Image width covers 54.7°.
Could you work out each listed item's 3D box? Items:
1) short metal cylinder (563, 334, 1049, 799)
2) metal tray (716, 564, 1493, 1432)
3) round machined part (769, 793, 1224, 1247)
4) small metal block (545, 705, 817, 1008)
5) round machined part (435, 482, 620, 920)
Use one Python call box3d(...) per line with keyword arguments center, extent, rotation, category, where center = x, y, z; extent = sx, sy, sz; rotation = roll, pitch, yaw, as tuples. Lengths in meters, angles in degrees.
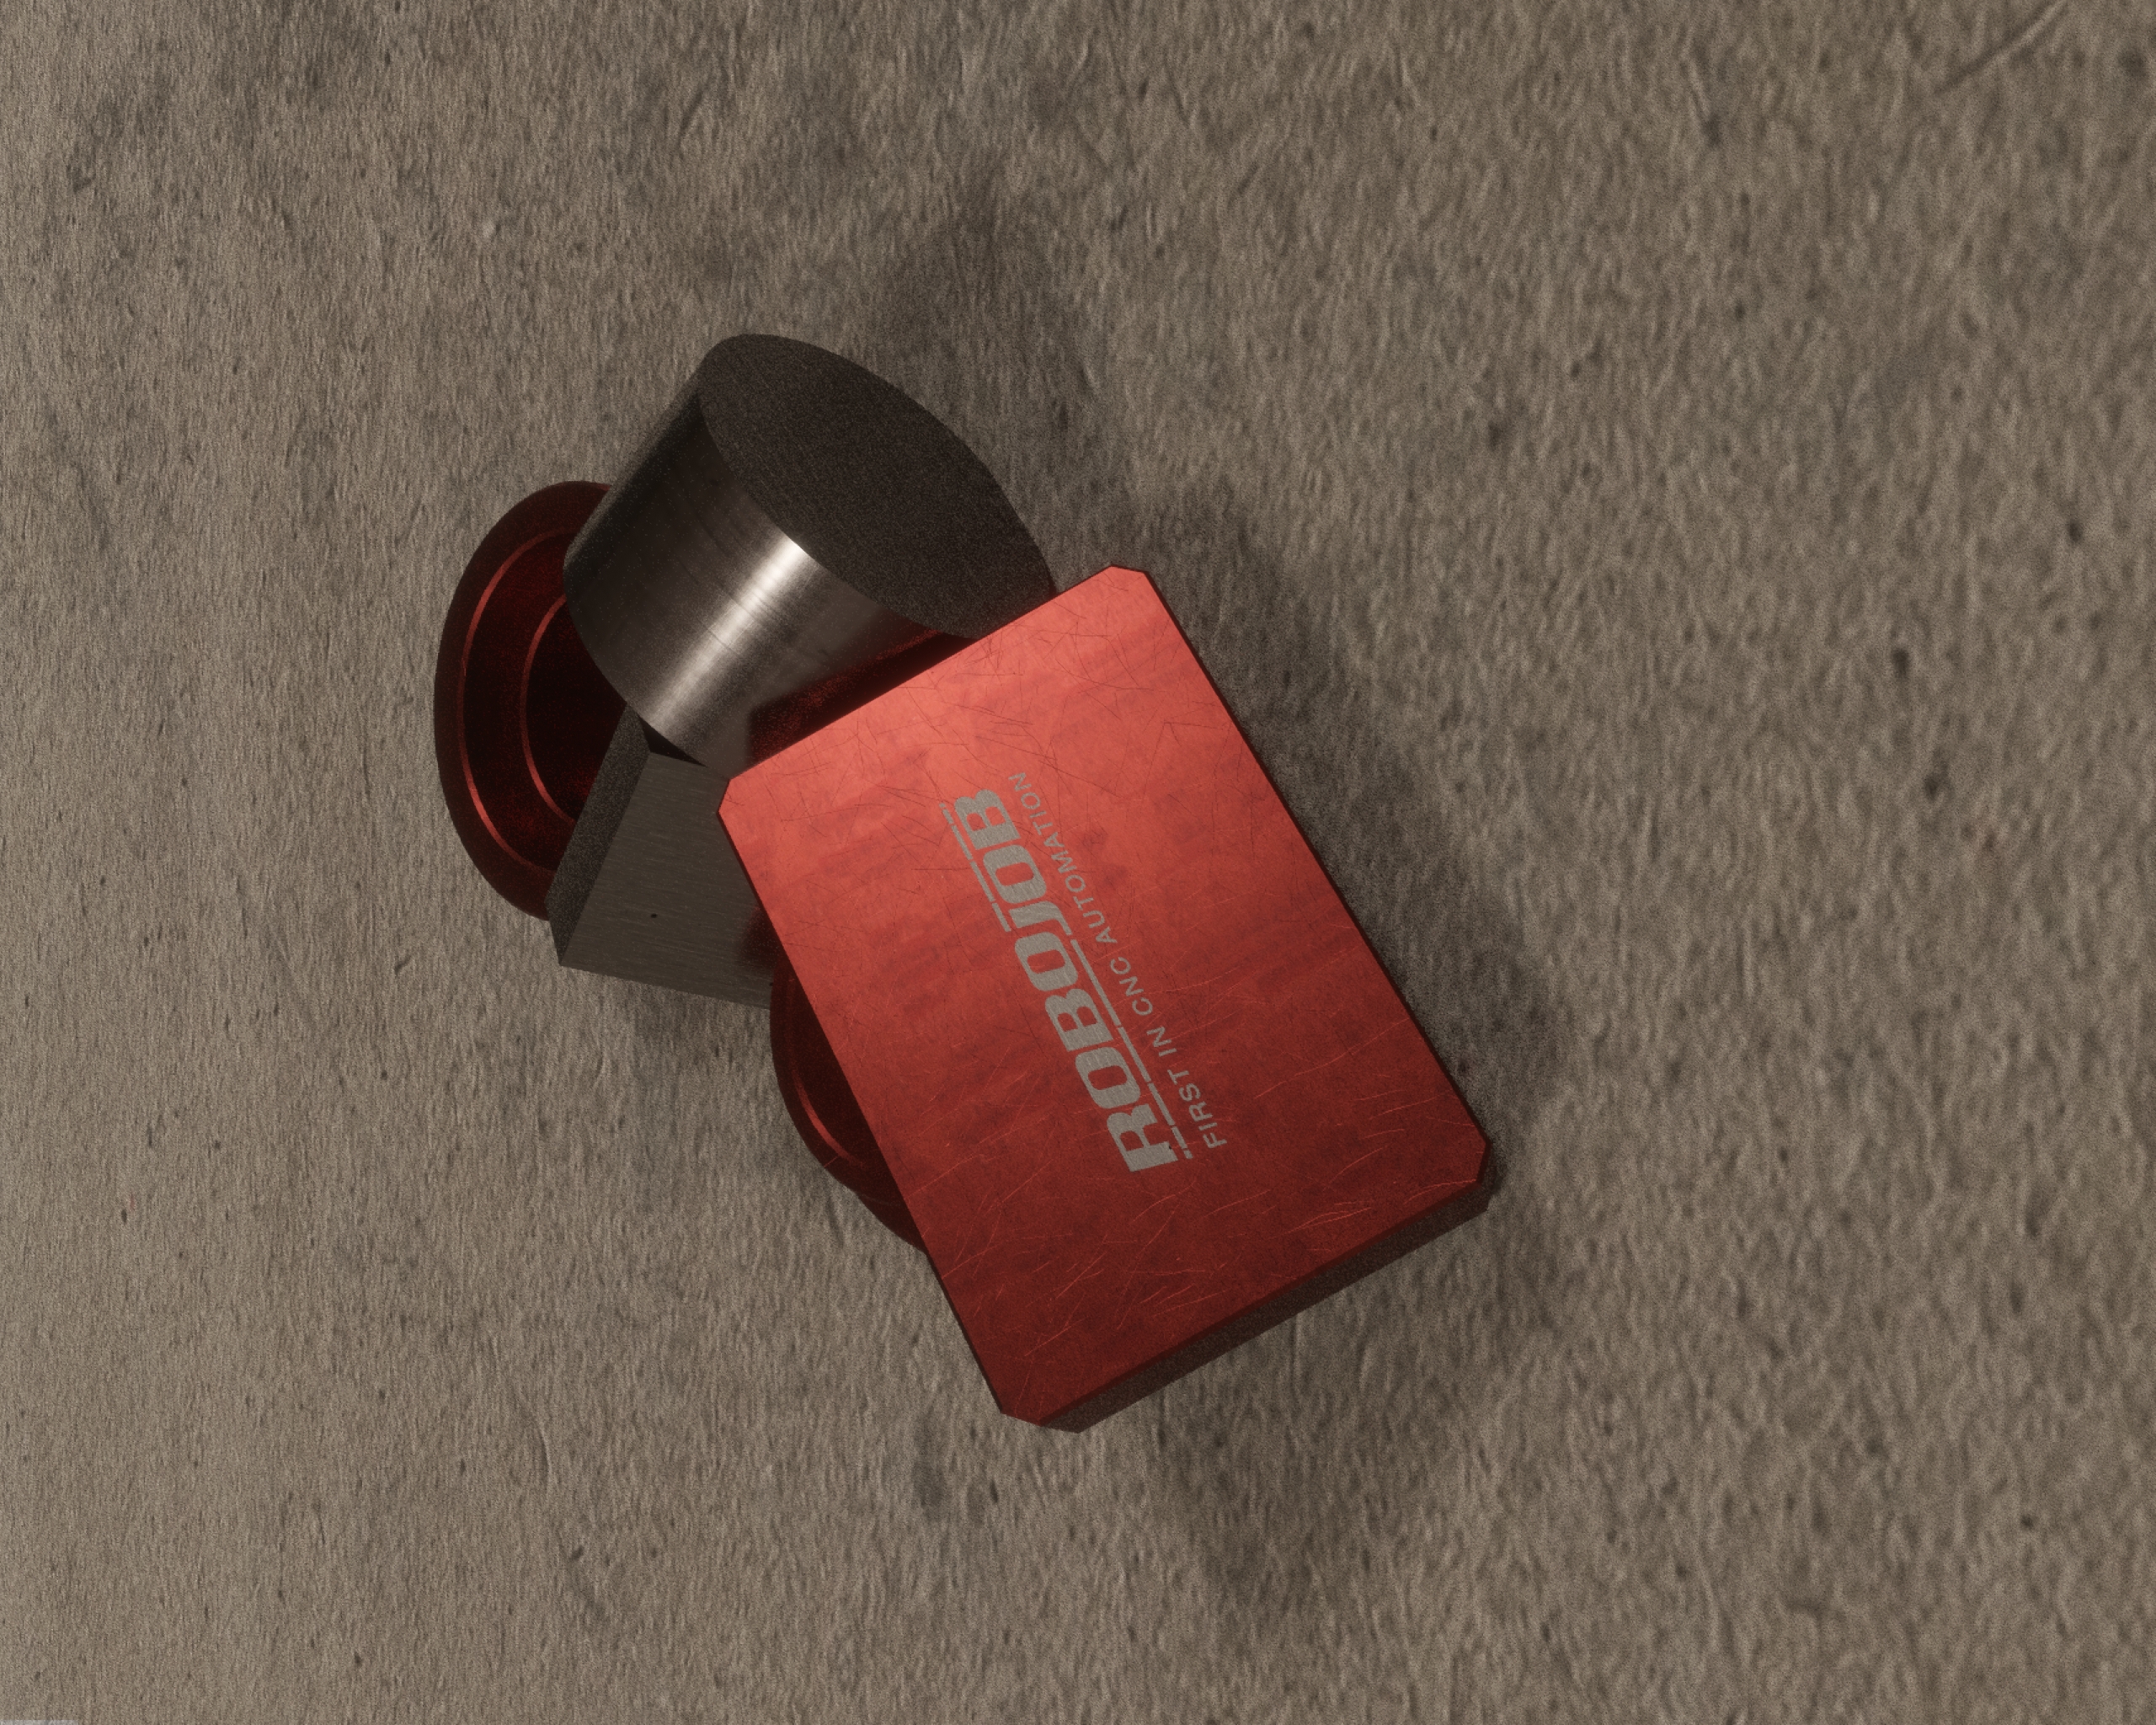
box3d(center=(-0.053, -0.058, 0.413), extent=(0.050, 0.081, 0.080), rotation=(-45, 63, 30), category="short metal cylinder")
box3d(center=(0.003, 0.022, 0.370), extent=(0.090, 0.030, 0.130), rotation=(-29, 69, 2), category="metal tray")
box3d(center=(-0.023, 0.031, 0.412), extent=(0.098, 0.042, 0.097), rotation=(0, 90, 39), category="round machined part")
box3d(center=(-0.075, -0.001, 0.426), extent=(0.050, 0.050, 0.025), rotation=(-63, 31, 20), category="small metal block")
box3d(center=(-0.100, -0.035, 0.475), extent=(0.098, 0.042, 0.097), rotation=(0, 90, 39), category="round machined part")
